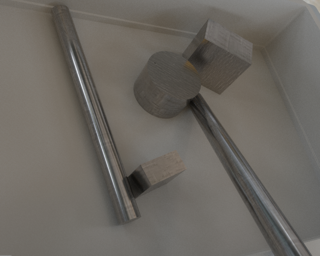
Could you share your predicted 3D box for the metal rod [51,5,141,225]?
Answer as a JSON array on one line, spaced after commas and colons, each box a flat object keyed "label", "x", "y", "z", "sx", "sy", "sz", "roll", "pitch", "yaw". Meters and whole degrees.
[{"label": "metal rod", "x": -0.085, "y": -0.031, "z": 0.379, "sx": 0.025, "sy": 0.025, "sz": 0.299, "roll": -9, "pitch": 66, "yaw": -32}]

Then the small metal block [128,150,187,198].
[{"label": "small metal block", "x": -0.006, "y": 0.054, "z": 0.355, "sx": 0.050, "sy": 0.050, "sz": 0.025, "roll": -19, "pitch": 72, "yaw": -36}]

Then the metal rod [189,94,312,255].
[{"label": "metal rod", "x": 0.081, "y": 0.037, "z": 0.341, "sx": 0.025, "sy": 0.025, "sz": 0.300, "roll": 14, "pitch": 28, "yaw": -21}]

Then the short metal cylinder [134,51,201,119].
[{"label": "short metal cylinder", "x": 0.010, "y": -0.060, "z": 0.433, "sx": 0.081, "sy": 0.050, "sz": 0.080, "roll": 14, "pitch": 56, "yaw": -21}]

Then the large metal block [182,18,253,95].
[{"label": "large metal block", "x": 0.086, "y": -0.109, "z": 0.485, "sx": 0.080, "sy": 0.080, "sz": 0.050, "roll": 25, "pitch": 53, "yaw": -13}]
